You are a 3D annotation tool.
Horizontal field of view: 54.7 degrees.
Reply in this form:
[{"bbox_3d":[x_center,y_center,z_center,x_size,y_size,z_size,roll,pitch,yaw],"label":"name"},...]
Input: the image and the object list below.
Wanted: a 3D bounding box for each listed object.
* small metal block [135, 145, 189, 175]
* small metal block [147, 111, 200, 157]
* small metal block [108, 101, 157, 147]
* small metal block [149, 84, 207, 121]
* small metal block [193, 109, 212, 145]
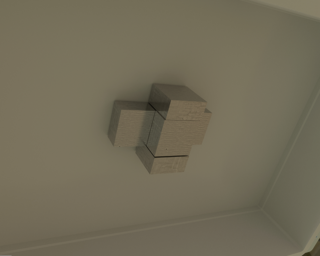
[{"bbox_3d":[0.002,0.035,0.411,0.050,0.050,0.025,0,118,-29],"label":"small metal block"},{"bbox_3d":[0.016,0.007,0.386,0.050,0.025,0.050,0,118,-29],"label":"small metal block"},{"bbox_3d":[-0.033,-0.005,0.385,0.050,0.025,0.050,1,118,-29],"label":"small metal block"},{"bbox_3d":[0.021,-0.032,0.381,0.050,0.050,0.025,0,118,-29],"label":"small metal block"},{"bbox_3d":[0.037,-0.004,0.424,0.050,0.025,0.050,0,118,-29],"label":"small metal block"}]
